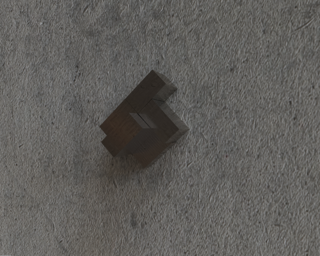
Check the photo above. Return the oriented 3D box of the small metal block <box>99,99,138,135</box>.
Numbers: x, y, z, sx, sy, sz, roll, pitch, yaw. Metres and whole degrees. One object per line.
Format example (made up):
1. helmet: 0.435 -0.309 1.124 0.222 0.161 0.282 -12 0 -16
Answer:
1. small metal block: -0.044 -0.010 0.411 0.050 0.050 0.025 -45 76 14

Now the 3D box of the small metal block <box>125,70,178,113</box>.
1. small metal block: -0.010 -0.044 0.399 0.050 0.050 0.025 -45 76 14

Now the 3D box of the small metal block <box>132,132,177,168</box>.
1. small metal block: -0.015 0.018 0.415 0.050 0.025 0.050 -44 77 14

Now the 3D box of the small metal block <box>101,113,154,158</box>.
1. small metal block: -0.036 0.008 0.382 0.050 0.050 0.025 -45 76 14

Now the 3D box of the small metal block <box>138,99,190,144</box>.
1. small metal block: 0.006 -0.008 0.394 0.025 0.050 0.050 -45 77 14
